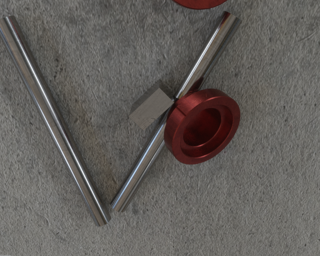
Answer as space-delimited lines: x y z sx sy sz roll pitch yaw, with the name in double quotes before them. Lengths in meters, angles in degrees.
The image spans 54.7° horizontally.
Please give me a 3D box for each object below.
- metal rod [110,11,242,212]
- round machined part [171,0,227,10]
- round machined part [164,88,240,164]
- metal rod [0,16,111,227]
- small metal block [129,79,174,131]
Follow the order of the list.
"metal rod" 0.012 -0.009 0.406 0.025 0.025 0.298 28 108 -10
"round machined part" 0.043 -0.180 0.335 0.099 0.042 0.097 0 110 0
"round machined part" 0.047 -0.006 0.384 0.099 0.042 0.097 -19 132 -22
"metal rod" -0.133 0.005 0.410 0.025 0.025 0.298 -18 109 6
"small metal block" -0.010 -0.030 0.385 0.050 0.050 0.025 -42 105 14
